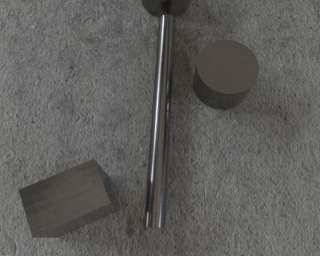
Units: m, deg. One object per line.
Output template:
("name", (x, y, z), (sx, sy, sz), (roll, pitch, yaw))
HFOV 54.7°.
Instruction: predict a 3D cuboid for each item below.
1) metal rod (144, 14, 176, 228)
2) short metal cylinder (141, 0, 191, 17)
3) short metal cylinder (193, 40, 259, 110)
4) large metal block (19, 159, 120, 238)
("metal rod", (0.002, -0.023, 0.416), (0.025, 0.025, 0.299), (3, 70, 1))
("short metal cylinder", (0.010, -0.217, 0.474), (0.081, 0.050, 0.080), (0, 70, 0))
("short metal cylinder", (0.087, -0.071, 0.422), (0.081, 0.050, 0.080), (0, 70, 0))
("large metal block", (-0.096, 0.082, 0.348), (0.080, 0.080, 0.050), (-23, 72, -8))
